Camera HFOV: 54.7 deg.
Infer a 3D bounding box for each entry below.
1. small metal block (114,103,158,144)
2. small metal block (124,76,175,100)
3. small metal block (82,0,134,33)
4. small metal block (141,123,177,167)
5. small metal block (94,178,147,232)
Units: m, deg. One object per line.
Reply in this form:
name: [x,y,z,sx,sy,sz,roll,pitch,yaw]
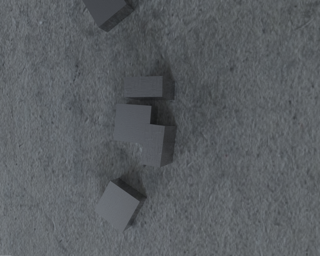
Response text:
small metal block: [-0.032,-0.006,0.419,0.050,0.025,0.050,5,92,19]
small metal block: [-0.012,-0.050,0.399,0.050,0.050,0.025,1,91,19]
small metal block: [-0.073,-0.172,0.433,0.050,0.025,0.050,-34,80,16]
small metal block: [0.000,0.021,0.395,0.025,0.050,0.050,8,93,19]
small metal block: [-0.054,0.105,0.427,0.050,0.025,0.050,31,100,17]
